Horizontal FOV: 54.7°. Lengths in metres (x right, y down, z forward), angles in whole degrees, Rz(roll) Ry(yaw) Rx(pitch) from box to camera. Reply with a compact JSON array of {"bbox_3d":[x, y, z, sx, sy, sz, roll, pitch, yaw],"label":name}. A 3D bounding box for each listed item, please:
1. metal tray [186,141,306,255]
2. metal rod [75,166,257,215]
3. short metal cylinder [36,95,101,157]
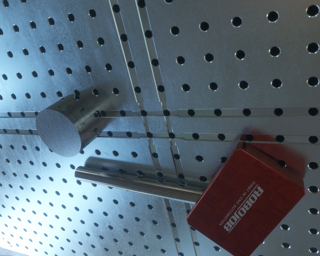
[{"bbox_3d":[0.103,0.093,0.389,0.090,0.030,0.129,33,115,9],"label":"metal tray"},{"bbox_3d":[-0.002,0.091,0.468,0.301,0.025,0.025,6,121,25],"label":"metal rod"},{"bbox_3d":[-0.136,-0.003,0.465,0.080,0.050,0.079,13,124,21],"label":"short metal cylinder"}]
